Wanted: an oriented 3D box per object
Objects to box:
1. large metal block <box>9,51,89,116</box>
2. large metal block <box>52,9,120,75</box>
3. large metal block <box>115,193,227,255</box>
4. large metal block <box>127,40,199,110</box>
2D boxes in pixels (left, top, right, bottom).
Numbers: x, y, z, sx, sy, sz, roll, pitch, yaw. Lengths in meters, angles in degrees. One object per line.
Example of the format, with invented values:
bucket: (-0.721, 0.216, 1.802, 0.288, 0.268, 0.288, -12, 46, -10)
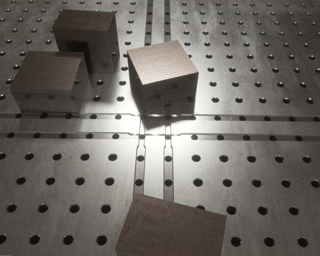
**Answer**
large metal block: (-0.153, -0.065, 0.444, 0.081, 0.050, 0.080, 2, 50, 1)
large metal block: (-0.111, -0.133, 0.482, 0.080, 0.080, 0.050, 4, 50, 3)
large metal block: (0.010, 0.109, 0.281, 0.080, 0.080, 0.050, 12, 51, 9)
large metal block: (0.002, -0.080, 0.459, 0.081, 0.050, 0.080, -15, 52, -13)
